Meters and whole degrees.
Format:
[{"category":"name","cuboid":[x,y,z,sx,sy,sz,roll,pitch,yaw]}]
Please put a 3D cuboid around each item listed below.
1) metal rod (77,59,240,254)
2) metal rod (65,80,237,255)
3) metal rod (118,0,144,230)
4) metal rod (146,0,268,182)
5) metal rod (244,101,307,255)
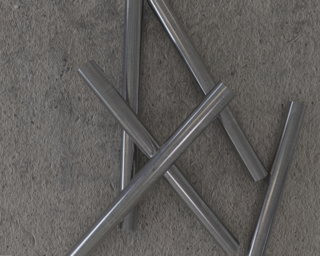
[{"category":"metal rod","cuboid":[0.002,0.042,0.391,0.025,0.025,0.300,-39,98,0]},{"category":"metal rod","cuboid":[-0.021,0.066,0.373,0.025,0.025,0.299,41,104,0]},{"category":"metal rod","cuboid":[-0.038,-0.019,0.409,0.025,0.025,0.298,2,90,0]},{"category":"metal rod","cuboid":[0.056,-0.065,0.410,0.025,0.025,0.299,-30,90,0]},{"category":"metal rod","cuboid":[0.141,0.112,0.410,0.025,0.025,0.298,16,90,0]}]
